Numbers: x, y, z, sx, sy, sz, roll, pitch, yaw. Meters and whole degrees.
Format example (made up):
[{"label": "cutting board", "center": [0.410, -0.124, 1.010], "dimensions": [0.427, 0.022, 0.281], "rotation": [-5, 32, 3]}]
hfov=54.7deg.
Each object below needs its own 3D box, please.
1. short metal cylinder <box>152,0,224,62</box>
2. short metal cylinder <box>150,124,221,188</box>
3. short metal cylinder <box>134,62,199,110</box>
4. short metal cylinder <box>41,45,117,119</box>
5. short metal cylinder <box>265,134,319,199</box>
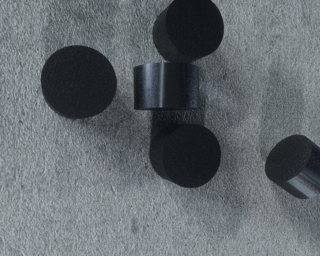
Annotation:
[{"label": "short metal cylinder", "center": [0.036, -0.128, 0.409], "dimensions": [0.081, 0.050, 0.080], "rotation": [0, 90, -20]}, {"label": "short metal cylinder", "center": [0.032, 0.035, 0.407], "dimensions": [0.081, 0.050, 0.080], "rotation": [0, 90, -20]}, {"label": "short metal cylinder", "center": [0.008, -0.048, 0.382], "dimensions": [0.081, 0.080, 0.050], "rotation": [-1, 91, -20]}, {"label": "short metal cylinder", "center": [-0.095, -0.050, 0.360], "dimensions": [0.081, 0.050, 0.080], "rotation": [0, 90, -20]}, {"label": "short metal cylinder", "center": [0.203, 0.056, 0.455], "dimensions": [0.050, 0.080, 0.080], "rotation": [34, 79, -17]}]
